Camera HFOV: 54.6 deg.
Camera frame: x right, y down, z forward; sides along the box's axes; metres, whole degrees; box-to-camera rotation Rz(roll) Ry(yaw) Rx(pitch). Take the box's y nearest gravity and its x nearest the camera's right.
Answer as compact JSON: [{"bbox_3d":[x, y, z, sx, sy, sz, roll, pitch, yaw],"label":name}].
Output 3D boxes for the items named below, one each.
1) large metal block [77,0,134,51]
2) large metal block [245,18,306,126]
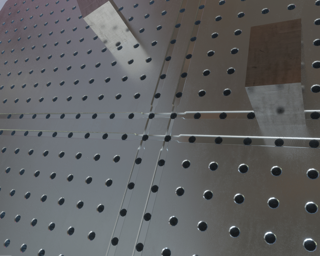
[{"bbox_3d":[-0.098,-0.198,0.547,0.050,0.080,0.080,-31,52,8],"label":"large metal block"},{"bbox_3d":[0.130,-0.057,0.340,0.050,0.080,0.080,-2,61,28],"label":"large metal block"}]
